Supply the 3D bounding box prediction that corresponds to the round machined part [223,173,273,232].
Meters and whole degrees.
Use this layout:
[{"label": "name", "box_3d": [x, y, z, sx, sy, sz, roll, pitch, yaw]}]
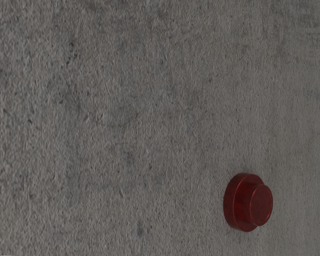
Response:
[{"label": "round machined part", "box_3d": [0.154, 0.127, 0.523, 0.099, 0.042, 0.097, 0, 90, -40]}]
